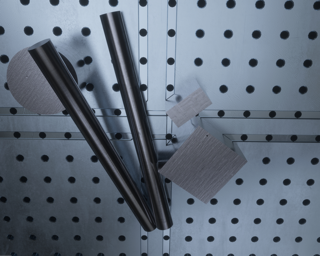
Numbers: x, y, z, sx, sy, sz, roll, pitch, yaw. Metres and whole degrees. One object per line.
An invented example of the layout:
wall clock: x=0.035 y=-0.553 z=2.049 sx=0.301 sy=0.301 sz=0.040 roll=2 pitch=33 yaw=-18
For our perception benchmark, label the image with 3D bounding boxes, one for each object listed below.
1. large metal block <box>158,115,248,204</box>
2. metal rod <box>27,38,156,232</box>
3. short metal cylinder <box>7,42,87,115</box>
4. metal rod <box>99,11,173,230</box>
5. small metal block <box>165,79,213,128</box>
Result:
large metal block: x=0.054 y=0.041 z=0.415 sx=0.080 sy=0.050 sz=0.080 roll=36 pitch=106 yaw=-13
metal rod: x=-0.068 y=0.031 z=0.389 sx=0.025 sy=0.025 sz=0.299 roll=-21 pitch=122 yaw=7
short metal cylinder: x=-0.134 y=-0.061 z=0.376 sx=0.081 sy=0.050 sz=0.079 roll=0 pitch=110 yaw=0
metal rod: x=-0.026 y=0.004 z=0.408 sx=0.025 sy=0.025 sz=0.298 roll=-12 pitch=108 yaw=4
small metal block: x=0.034 y=-0.032 z=0.388 sx=0.050 sy=0.050 sz=0.025 roll=-36 pitch=106 yaw=12
